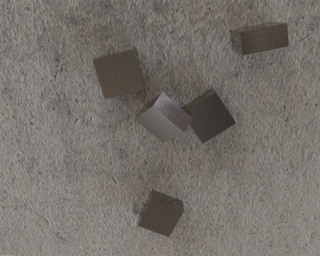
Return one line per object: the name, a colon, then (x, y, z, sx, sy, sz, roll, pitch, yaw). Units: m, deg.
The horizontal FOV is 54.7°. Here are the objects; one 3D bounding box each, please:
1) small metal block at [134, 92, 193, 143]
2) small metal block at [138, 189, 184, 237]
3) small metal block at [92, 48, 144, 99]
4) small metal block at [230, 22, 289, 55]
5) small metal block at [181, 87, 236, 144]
small metal block: (0.004, -0.012, 0.391, 0.050, 0.025, 0.050, 40, 147, -14)
small metal block: (0.001, 0.126, 0.456, 0.050, 0.025, 0.050, 23, 108, -9)
small metal block: (-0.050, -0.068, 0.384, 0.050, 0.025, 0.050, -13, 110, 4)
small metal block: (0.113, -0.105, 0.359, 0.050, 0.050, 0.025, -10, 110, 4)
small metal block: (0.062, -0.016, 0.404, 0.050, 0.025, 0.050, -33, 107, 11)
